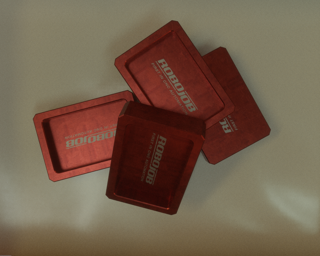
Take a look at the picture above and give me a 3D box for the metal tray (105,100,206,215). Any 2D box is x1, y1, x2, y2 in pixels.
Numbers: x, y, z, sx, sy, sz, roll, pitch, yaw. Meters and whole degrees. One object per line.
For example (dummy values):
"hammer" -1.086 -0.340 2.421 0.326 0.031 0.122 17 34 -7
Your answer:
"metal tray" -0.009 0.039 0.358 0.091 0.030 0.129 15 125 0

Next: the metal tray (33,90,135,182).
"metal tray" -0.088 0.010 0.407 0.131 0.030 0.089 -15 90 -1

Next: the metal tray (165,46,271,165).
"metal tray" 0.073 -0.029 0.410 0.090 0.030 0.130 -29 90 -1

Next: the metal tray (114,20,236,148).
"metal tray" 0.018 -0.051 0.378 0.090 0.030 0.130 -34 90 3
